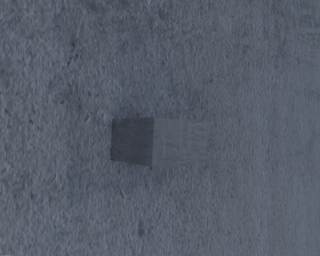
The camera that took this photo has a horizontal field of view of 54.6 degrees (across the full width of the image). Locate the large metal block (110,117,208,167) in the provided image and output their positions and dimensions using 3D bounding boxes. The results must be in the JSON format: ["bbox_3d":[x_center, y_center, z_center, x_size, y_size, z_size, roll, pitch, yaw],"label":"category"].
[{"bbox_3d":[-0.002,0.016,0.366,0.081,0.080,0.050,4,88,-40],"label":"large metal block"}]
